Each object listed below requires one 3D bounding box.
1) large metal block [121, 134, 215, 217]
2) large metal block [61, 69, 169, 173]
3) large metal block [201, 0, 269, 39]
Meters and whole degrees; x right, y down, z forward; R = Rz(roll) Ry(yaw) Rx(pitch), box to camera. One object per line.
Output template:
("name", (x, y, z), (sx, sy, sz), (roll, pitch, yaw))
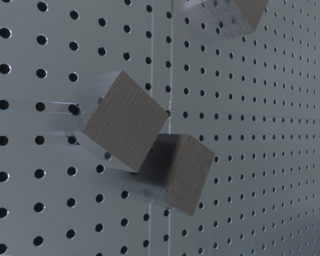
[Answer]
("large metal block", (0.010, 0.054, 0.381), (0.050, 0.080, 0.080), (36, 68, -34))
("large metal block", (-0.048, -0.006, 0.352), (0.080, 0.050, 0.080), (42, 65, -32))
("large metal block", (0.123, -0.204, 0.494), (0.080, 0.050, 0.080), (41, 65, -32))
